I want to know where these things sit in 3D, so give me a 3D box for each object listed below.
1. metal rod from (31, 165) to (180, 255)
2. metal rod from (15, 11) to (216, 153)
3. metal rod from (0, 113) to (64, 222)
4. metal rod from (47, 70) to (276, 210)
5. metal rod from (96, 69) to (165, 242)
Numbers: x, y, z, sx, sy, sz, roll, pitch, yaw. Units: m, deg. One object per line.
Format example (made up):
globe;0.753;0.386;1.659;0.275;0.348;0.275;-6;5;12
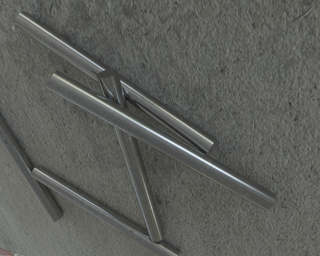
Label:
metal rod;-0.102;0.151;0.553;0.301;0.025;0.025;28;128;10
metal rod;-0.061;-0.061;0.401;0.301;0.025;0.025;34;129;5
metal rod;-0.264;0.053;0.578;0.025;0.025;0.299;-11;113;33
metal rod;0.009;0.019;0.371;0.301;0.025;0.025;30;130;-8
metal rod;-0.033;0.059;0.441;0.025;0.025;0.298;5;127;26
